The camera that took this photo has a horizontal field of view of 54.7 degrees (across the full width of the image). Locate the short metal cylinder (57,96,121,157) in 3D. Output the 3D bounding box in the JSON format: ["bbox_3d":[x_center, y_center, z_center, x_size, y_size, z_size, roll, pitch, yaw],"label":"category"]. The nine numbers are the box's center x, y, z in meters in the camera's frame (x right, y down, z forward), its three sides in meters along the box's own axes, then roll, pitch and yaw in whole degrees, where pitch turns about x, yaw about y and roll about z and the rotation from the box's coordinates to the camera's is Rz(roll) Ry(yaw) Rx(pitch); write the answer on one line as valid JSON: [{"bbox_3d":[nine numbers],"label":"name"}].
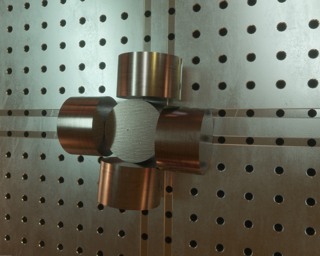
[{"bbox_3d":[-0.092,-0.003,0.416,0.050,0.080,0.079,2,91,19],"label":"short metal cylinder"}]

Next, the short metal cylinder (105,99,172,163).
[{"bbox_3d":[-0.025,0.003,0.409,0.080,0.050,0.080,0,90,18],"label":"short metal cylinder"}]

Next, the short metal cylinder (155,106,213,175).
[{"bbox_3d":[0.031,0.014,0.372,0.050,0.080,0.079,4,92,19],"label":"short metal cylinder"}]

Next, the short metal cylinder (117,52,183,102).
[{"bbox_3d":[-0.013,-0.061,0.387,0.080,0.080,0.050,3,91,20],"label":"short metal cylinder"}]

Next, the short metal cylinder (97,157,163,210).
[{"bbox_3d":[-0.037,0.068,0.395,0.080,0.080,0.050,7,92,20],"label":"short metal cylinder"}]
